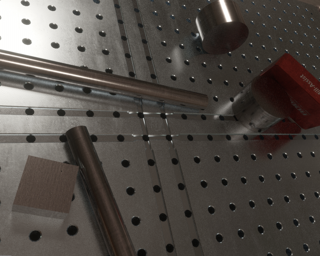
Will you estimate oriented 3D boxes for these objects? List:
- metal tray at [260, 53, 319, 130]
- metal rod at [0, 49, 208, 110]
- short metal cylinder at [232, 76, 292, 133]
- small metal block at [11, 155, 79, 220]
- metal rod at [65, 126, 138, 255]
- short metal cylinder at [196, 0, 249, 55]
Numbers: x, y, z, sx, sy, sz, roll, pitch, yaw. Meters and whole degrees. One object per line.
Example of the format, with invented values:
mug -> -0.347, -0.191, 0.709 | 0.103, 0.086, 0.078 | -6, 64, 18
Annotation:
metal tray -> 0.232, -0.058, 0.527 | 0.130, 0.090, 0.030 | 44, 78, 2
metal rod -> -0.070, -0.060, 0.408 | 0.302, 0.025, 0.025 | 9, 58, -24
short metal cylinder -> 0.166, -0.039, 0.508 | 0.081, 0.050, 0.080 | 14, 56, -21
small metal block -> -0.114, 0.060, 0.311 | 0.050, 0.025, 0.050 | 16, 55, -19
metal rod -> -0.035, 0.132, 0.309 | 0.025, 0.025, 0.299 | -13, 69, -34
short metal cylinder -> 0.107, -0.174, 0.539 | 0.081, 0.080, 0.050 | 3, 60, -27
